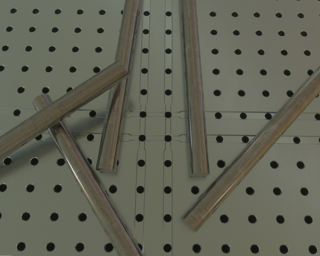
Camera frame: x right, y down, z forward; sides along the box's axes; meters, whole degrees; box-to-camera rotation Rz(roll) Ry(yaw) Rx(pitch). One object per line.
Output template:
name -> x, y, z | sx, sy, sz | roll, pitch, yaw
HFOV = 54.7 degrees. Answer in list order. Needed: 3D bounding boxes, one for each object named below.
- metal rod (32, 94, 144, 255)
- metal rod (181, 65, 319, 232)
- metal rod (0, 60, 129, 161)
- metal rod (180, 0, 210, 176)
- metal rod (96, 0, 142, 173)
metal rod -> -0.080, 0.080, 0.381 | 0.025, 0.025, 0.299 | -32, 73, -11
metal rod -> 0.139, 0.015, 0.408 | 0.025, 0.025, 0.301 | 43, 75, 13
metal rod -> -0.171, 0.008, 0.384 | 0.301, 0.025, 0.025 | -34, 74, -3
metal rod -> 0.047, -0.082, 0.442 | 0.025, 0.025, 0.299 | -1, 70, -1
metal rod -> -0.054, -0.086, 0.442 | 0.025, 0.025, 0.299 | 6, 70, 2
